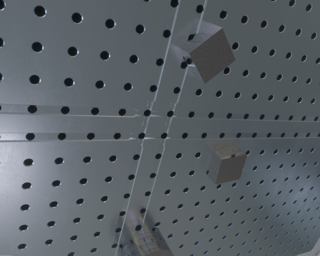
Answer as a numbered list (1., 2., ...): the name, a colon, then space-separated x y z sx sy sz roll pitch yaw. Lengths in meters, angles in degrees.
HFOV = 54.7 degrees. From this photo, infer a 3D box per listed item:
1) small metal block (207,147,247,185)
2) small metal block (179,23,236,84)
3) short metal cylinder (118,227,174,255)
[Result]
1. small metal block: 0.110 0.061 0.509 0.050 0.025 0.050 -7 122 -25
2. small metal block: 0.060 -0.092 0.387 0.050 0.025 0.050 -38 129 -3
3. short metal cylinder: -0.024 0.212 0.513 0.081 0.050 0.079 -14 124 -21
